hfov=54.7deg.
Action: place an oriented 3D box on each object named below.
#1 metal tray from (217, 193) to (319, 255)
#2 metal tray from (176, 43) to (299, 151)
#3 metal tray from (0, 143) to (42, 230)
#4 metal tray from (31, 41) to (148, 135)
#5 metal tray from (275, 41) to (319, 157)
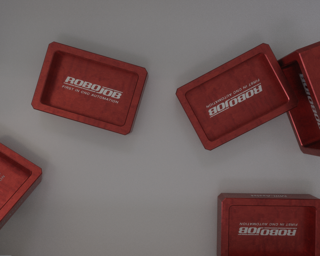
[{"bbox_3d":[0.143,0.134,0.409,0.131,0.030,0.089,1,90,0],"label":"metal tray"},{"bbox_3d":[0.097,-0.039,0.403,0.130,0.030,0.090,-28,90,5],"label":"metal tray"},{"bbox_3d":[-0.219,0.081,0.369,0.090,0.030,0.130,33,52,-1],"label":"metal tray"},{"bbox_3d":[-0.090,-0.050,0.407,0.131,0.030,0.090,16,90,0],"label":"metal tray"},{"bbox_3d":[0.186,-0.030,0.380,0.030,0.090,0.129,-21,90,0],"label":"metal tray"}]
